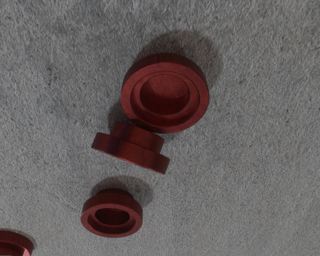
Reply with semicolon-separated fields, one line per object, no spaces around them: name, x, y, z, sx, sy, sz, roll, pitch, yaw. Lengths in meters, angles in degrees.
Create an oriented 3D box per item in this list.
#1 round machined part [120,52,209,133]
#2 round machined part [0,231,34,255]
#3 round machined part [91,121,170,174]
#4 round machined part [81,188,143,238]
round machined part;0.006;-0.043;0.359;0.099;0.042;0.097;0;130;0
round machined part;-0.303;0.244;0.601;0.099;0.042;0.097;0;130;0
round machined part;-0.033;0.023;0.392;0.098;0.042;0.098;20;172;3
round machined part;-0.077;0.137;0.512;0.099;0.042;0.097;0;130;0
